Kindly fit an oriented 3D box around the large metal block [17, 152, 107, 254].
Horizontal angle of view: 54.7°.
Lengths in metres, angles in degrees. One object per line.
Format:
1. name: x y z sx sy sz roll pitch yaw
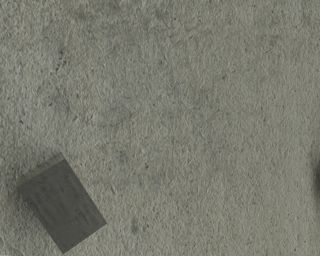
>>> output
1. large metal block: -0.108 0.076 0.340 0.050 0.080 0.080 -33 101 -17
